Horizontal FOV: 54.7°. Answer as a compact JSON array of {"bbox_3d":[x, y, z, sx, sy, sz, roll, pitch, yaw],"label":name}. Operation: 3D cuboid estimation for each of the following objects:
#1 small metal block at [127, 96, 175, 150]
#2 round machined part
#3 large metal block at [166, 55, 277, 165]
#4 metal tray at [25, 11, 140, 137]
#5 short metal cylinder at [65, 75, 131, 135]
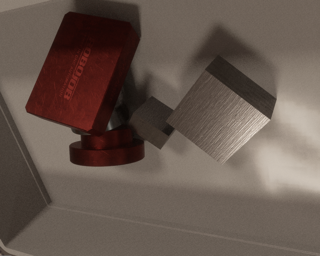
[{"bbox_3d":[-0.005,-0.008,0.389,0.050,0.050,0.025,34,129,5],"label":"small metal block"},{"bbox_3d":[-0.070,0.019,0.414,0.098,0.099,0.042,2,98,27],"label":"round machined part"},{"bbox_3d":[0.067,-0.020,0.344,0.080,0.050,0.080,38,129,2],"label":"large metal block"},{"bbox_3d":[-0.088,-0.064,0.357,0.090,0.030,0.130,16,81,18],"label":"metal tray"},{"bbox_3d":[-0.082,-0.032,0.394,0.080,0.080,0.050,1,119,27],"label":"short metal cylinder"}]
